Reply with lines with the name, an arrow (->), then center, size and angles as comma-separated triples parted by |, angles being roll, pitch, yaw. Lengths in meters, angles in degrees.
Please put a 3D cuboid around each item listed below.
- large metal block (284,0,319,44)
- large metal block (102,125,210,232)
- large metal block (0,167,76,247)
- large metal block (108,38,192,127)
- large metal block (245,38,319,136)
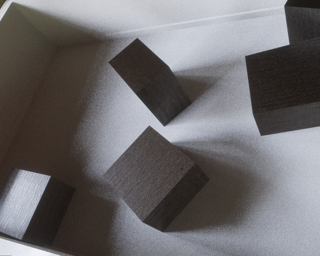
large metal block -> 0.192, -0.119, 0.343 | 0.080, 0.080, 0.050 | 22, 74, 36
large metal block -> -0.005, 0.057, 0.357 | 0.080, 0.050, 0.080 | -47, 51, -5
large metal block -> -0.174, 0.105, 0.417 | 0.080, 0.050, 0.080 | 5, 64, 30
large metal block -> -0.012, -0.060, 0.414 | 0.050, 0.080, 0.080 | -41, 51, 1
large metal block -> 0.144, -0.044, 0.341 | 0.080, 0.050, 0.080 | -11, 57, 22
